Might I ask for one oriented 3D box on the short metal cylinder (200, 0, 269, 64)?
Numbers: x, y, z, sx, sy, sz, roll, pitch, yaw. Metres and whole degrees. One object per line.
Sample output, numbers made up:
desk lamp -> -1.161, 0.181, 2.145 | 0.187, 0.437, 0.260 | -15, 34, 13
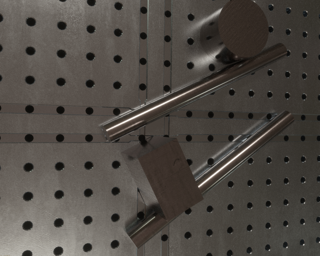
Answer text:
short metal cylinder -> 0.105, -0.135, 0.439 | 0.081, 0.050, 0.079 | 0, 90, -20

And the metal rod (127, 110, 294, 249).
metal rod -> 0.083, 0.065, 0.444 | 0.302, 0.025, 0.025 | -35, 102, -17

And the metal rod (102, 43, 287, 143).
metal rod -> 0.061, -0.057, 0.436 | 0.302, 0.025, 0.025 | -27, 99, -18

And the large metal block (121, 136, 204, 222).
large metal block -> 0.000, 0.058, 0.384 | 0.050, 0.080, 0.080 | -27, 99, -18
